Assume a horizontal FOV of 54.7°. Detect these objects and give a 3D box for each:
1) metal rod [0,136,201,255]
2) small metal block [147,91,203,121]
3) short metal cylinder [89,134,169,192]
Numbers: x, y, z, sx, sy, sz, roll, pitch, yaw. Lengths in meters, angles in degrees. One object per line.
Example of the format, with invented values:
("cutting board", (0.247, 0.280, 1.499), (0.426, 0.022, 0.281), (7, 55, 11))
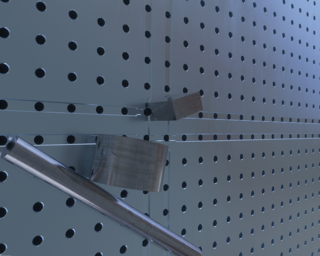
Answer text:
("metal rod", (-0.046, 0.101, 0.370), (0.300, 0.025, 0.025), (41, 65, -32))
("small metal block", (0.020, -0.029, 0.409), (0.050, 0.050, 0.025), (-22, 104, -38))
("short metal cylinder", (-0.034, 0.039, 0.345), (0.081, 0.080, 0.050), (16, 80, -39))
